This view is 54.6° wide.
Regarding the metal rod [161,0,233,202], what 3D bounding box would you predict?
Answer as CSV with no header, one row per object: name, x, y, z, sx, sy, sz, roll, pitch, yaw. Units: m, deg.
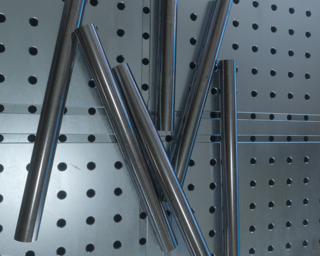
metal rod,0.053,-0.044,0.431,0.025,0.025,0.299,18,84,-19

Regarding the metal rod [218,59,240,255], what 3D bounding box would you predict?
metal rod,0.100,0.053,0.449,0.025,0.025,0.298,-2,91,-20

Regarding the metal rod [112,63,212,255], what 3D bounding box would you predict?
metal rod,0.008,0.060,0.392,0.025,0.025,0.299,-23,89,-18

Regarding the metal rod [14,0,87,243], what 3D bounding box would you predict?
metal rod,-0.126,-0.020,0.365,0.025,0.025,0.299,12,86,-20

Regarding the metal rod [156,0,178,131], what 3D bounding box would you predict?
metal rod,0.011,-0.145,0.416,0.025,0.025,0.298,2,89,-20

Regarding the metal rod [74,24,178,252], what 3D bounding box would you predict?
metal rod,-0.037,0.021,0.388,0.025,0.025,0.299,-24,102,-18
